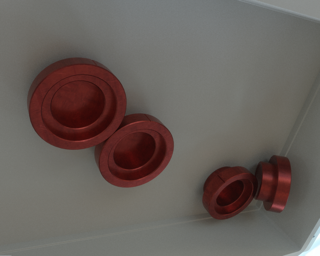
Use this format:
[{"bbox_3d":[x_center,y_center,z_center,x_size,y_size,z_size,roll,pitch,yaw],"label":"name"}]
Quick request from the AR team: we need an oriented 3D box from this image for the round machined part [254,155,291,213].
[{"bbox_3d":[0.192,0.095,0.541,0.042,0.098,0.097,10,120,7],"label":"round machined part"}]

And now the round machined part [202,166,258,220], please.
[{"bbox_3d":[0.114,0.105,0.527,0.099,0.042,0.097,-14,125,-21],"label":"round machined part"}]

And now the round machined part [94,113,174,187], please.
[{"bbox_3d":[-0.035,0.024,0.395,0.099,0.042,0.097,-14,125,-21],"label":"round machined part"}]

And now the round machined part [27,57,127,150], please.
[{"bbox_3d":[-0.089,-0.029,0.332,0.099,0.042,0.097,-14,125,-21],"label":"round machined part"}]
